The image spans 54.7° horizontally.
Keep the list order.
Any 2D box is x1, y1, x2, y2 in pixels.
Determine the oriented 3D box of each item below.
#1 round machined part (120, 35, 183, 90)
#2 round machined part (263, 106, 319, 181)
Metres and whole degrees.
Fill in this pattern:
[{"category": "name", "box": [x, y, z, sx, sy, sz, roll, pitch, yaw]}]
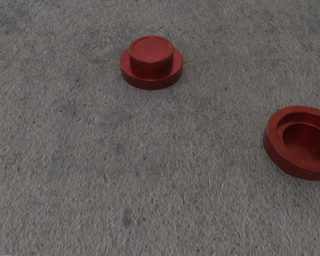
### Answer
[{"category": "round machined part", "box": [-0.013, -0.107, 0.482, 0.099, 0.042, 0.098, 0, 50, 0]}, {"category": "round machined part", "box": [0.174, 0.022, 0.375, 0.099, 0.042, 0.098, 0, 50, 0]}]
